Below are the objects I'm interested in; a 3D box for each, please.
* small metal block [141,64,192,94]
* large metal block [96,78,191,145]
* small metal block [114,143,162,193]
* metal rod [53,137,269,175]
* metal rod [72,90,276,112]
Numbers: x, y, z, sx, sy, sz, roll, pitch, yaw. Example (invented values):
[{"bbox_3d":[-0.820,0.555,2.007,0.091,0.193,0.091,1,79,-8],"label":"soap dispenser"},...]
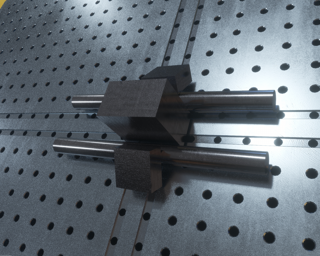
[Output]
[{"bbox_3d":[0.010,-0.066,0.424,0.050,0.025,0.050,1,28,28],"label":"small metal block"},{"bbox_3d":[-0.017,-0.016,0.386,0.080,0.080,0.050,2,63,29],"label":"large metal block"},{"bbox_3d":[-0.026,0.047,0.373,0.050,0.025,0.050,3,101,29],"label":"small metal block"},{"bbox_3d":[-0.020,0.032,0.395,0.300,0.025,0.025,2,63,29],"label":"metal rod"},{"bbox_3d":[-0.001,-0.036,0.426,0.300,0.025,0.025,2,63,29],"label":"metal rod"}]
